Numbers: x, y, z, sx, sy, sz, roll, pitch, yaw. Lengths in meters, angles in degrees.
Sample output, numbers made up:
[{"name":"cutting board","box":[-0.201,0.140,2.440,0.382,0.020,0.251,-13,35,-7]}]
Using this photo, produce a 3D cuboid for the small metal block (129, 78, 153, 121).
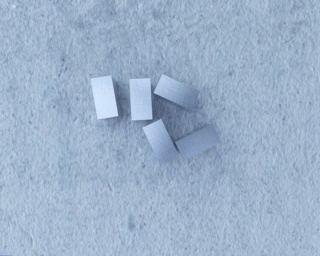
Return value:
[{"name":"small metal block","box":[-0.023,-0.035,0.397,0.025,0.050,0.050,-3,90,0]}]

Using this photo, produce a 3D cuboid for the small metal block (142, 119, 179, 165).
[{"name":"small metal block","box":[0.001,0.017,0.398,0.025,0.050,0.050,-26,90,0]}]

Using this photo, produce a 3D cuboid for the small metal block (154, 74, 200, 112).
[{"name":"small metal block","box":[0.020,-0.043,0.398,0.050,0.050,0.025,25,90,-1]}]

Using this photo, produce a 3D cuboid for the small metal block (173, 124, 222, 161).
[{"name":"small metal block","box":[0.046,0.017,0.398,0.050,0.050,0.025,-26,90,0]}]

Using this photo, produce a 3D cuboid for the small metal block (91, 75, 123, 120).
[{"name":"small metal block","box":[-0.067,-0.037,0.397,0.025,0.050,0.050,-10,90,0]}]
